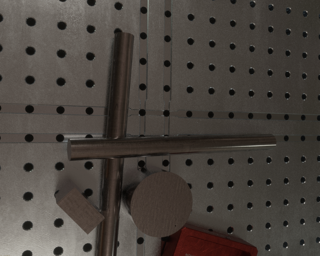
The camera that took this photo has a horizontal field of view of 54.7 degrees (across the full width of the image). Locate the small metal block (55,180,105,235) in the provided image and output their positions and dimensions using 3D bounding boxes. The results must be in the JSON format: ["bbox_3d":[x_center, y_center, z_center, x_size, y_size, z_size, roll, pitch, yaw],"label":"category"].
[{"bbox_3d":[-0.096,0.092,0.365,0.025,0.050,0.050,-43,104,-15],"label":"small metal block"}]

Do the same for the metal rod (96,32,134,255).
[{"bbox_3d":[-0.057,0.030,0.392,0.025,0.025,0.298,5,88,-20],"label":"metal rod"}]

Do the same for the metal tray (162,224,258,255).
[{"bbox_3d":[0.067,0.194,0.436,0.131,0.030,0.090,22,83,-19],"label":"metal tray"}]

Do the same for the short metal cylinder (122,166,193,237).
[{"bbox_3d":[-0.005,0.092,0.399,0.081,0.050,0.079,0,90,-21],"label":"short metal cylinder"}]

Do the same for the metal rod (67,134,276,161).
[{"bbox_3d":[0.035,0.023,0.409,0.303,0.025,0.025,-1,90,-27],"label":"metal rod"}]
